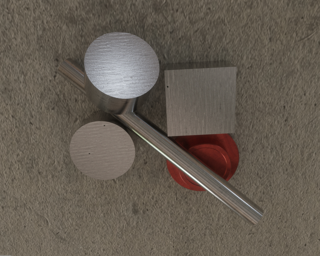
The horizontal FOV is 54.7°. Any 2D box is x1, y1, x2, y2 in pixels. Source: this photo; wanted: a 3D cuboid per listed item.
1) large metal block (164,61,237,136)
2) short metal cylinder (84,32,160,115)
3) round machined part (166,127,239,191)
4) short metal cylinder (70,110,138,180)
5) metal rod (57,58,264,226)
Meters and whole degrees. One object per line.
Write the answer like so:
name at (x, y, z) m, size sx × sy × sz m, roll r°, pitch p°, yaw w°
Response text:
large metal block at (0.047, -0.038, 0.382) m, size 0.080 × 0.050 × 0.079 m, roll -3°, pitch 110°, yaw 1°
short metal cylinder at (-0.046, -0.061, 0.355) m, size 0.081 × 0.050 × 0.080 m, roll 4°, pitch 72°, yaw -13°
round machined part at (0.058, 0.044, 0.418) m, size 0.099 × 0.042 × 0.097 m, roll 0°, pitch 110°, yaw 0°
short metal cylinder at (-0.071, 0.020, 0.405) m, size 0.081 × 0.050 × 0.079 m, roll 0°, pitch 110°, yaw 0°
metal rod at (0.000, 0.016, 0.381) m, size 0.300 × 0.025 × 0.025 m, roll 38°, pitch 106°, yaw 0°
